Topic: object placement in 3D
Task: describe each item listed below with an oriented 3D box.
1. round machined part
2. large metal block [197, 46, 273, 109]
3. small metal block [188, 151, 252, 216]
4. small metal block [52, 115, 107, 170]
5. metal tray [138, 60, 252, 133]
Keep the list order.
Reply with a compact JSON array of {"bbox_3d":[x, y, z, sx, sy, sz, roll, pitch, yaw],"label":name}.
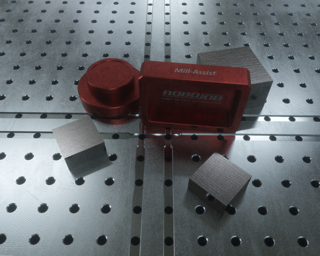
[{"bbox_3d":[-0.070,-0.064,0.450,0.099,0.042,0.098,1,50,0],"label":"round machined part"},{"bbox_3d":[0.103,-0.070,0.452,0.081,0.050,0.080,-10,51,-9],"label":"large metal block"},{"bbox_3d":[0.068,0.063,0.356,0.050,0.025,0.050,35,58,25],"label":"small metal block"},{"bbox_3d":[-0.102,0.017,0.392,0.050,0.025,0.050,-23,54,-19],"label":"small metal block"},{"bbox_3d":[0.041,-0.038,0.397,0.131,0.089,0.030,5,51,4],"label":"metal tray"}]
